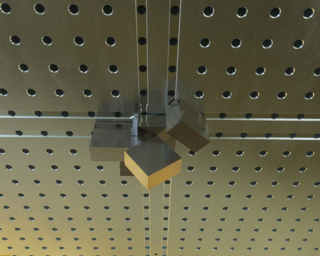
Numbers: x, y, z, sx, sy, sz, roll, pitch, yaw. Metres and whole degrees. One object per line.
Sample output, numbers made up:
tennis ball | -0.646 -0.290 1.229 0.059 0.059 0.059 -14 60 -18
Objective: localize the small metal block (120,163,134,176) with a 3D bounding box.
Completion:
small metal block | -0.027 0.048 0.432 0.050 0.050 0.025 1 99 -1

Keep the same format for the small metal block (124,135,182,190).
small metal block | -0.009 0.042 0.384 0.050 0.050 0.025 -25 138 -29

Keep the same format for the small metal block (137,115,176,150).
small metal block | -0.004 0.009 0.419 0.050 0.025 0.050 0 130 -2

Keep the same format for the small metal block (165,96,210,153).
small metal block | 0.034 -0.005 0.391 0.050 0.050 0.025 35 121 -26

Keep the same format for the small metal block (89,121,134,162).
small metal block | -0.062 0.017 0.409 0.050 0.050 0.025 2 131 -1
